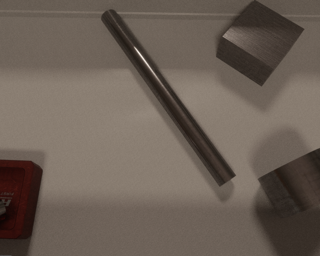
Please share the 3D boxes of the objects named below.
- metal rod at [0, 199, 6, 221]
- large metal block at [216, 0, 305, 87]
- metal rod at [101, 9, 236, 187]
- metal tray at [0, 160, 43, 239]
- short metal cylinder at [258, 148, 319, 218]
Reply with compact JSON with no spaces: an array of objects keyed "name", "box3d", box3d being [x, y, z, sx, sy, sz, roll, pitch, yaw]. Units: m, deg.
[{"name":"metal rod","box3d":[-0.281,0.111,0.246,0.302,0.025,0.025,-10,63,-50]},{"name":"large metal block","box3d":[0.140,-0.121,0.442,0.080,0.050,0.080,37,74,12]},{"name":"metal rod","box3d":[0.003,-0.052,0.428,0.025,0.025,0.299,-31,73,-11]},{"name":"metal tray","box3d":[-0.218,0.084,0.373,0.131,0.030,0.090,2,70,0]},{"name":"short metal cylinder","box3d":[0.163,0.064,0.359,0.080,0.080,0.050,-23,72,-9]}]
